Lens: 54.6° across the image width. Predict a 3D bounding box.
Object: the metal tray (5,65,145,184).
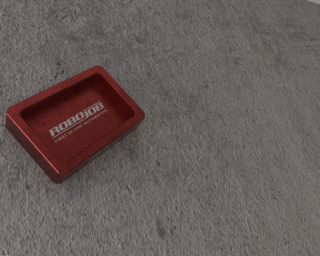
[{"bbox_3d":[-0.092,-0.010,0.356,0.090,0.030,0.131,48,51,5],"label":"metal tray"}]
